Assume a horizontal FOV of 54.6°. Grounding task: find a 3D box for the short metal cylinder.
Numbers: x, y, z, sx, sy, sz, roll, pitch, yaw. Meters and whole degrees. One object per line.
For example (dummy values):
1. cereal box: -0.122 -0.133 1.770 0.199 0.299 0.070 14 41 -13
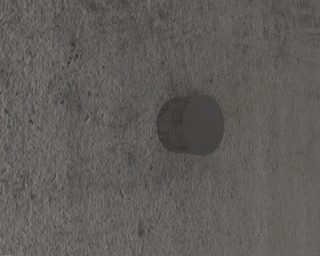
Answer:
1. short metal cylinder: 0.042 -0.004 0.423 0.081 0.050 0.080 0 90 -40
